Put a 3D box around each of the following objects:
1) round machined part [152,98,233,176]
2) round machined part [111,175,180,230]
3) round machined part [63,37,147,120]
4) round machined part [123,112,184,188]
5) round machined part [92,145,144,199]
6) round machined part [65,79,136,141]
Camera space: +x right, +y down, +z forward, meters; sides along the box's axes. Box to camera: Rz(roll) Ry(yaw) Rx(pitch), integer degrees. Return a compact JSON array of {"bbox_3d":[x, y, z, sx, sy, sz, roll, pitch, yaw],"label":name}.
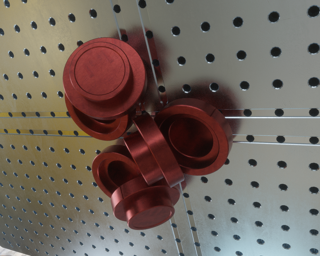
[{"bbox_3d":[0.041,0.007,0.383,0.098,0.042,0.097,13,124,21],"label":"round machined part"},{"bbox_3d":[-0.017,0.110,0.441,0.099,0.042,0.098,-13,142,-11],"label":"round machined part"},{"bbox_3d":[-0.065,-0.061,0.362,0.098,0.042,0.098,0,82,2],"label":"round machined part"},{"bbox_3d":[-0.012,0.032,0.388,0.042,0.098,0.098,-29,107,-6],"label":"round machined part"},{"bbox_3d":[-0.050,0.066,0.467,0.098,0.042,0.097,13,124,21],"label":"round machined part"},{"bbox_3d":[-0.075,-0.035,0.418,0.098,0.042,0.097,13,124,21],"label":"round machined part"}]
